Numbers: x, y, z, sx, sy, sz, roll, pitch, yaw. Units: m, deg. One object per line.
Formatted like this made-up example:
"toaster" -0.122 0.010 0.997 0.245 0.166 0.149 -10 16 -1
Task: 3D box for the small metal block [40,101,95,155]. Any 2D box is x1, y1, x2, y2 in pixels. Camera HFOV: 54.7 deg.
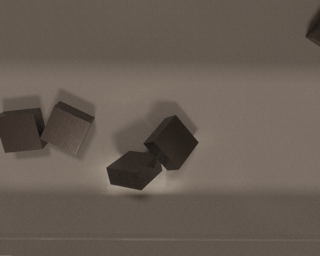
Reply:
"small metal block" -0.122 0.000 0.410 0.050 0.025 0.050 26 108 -10

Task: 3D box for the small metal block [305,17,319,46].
"small metal block" 0.216 -0.117 0.371 0.050 0.025 0.050 29 107 -11

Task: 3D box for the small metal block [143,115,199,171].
"small metal block" 0.015 0.020 0.404 0.050 0.025 0.050 49 59 -16

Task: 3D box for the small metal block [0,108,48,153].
"small metal block" -0.182 0.003 0.410 0.050 0.025 0.050 -6 110 2

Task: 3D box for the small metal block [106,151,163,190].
"small metal block" -0.033 0.054 0.408 0.050 0.050 0.025 4 114 33
